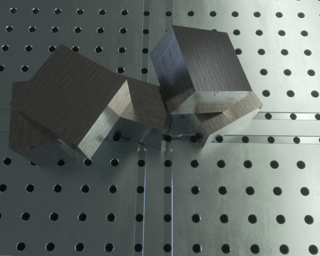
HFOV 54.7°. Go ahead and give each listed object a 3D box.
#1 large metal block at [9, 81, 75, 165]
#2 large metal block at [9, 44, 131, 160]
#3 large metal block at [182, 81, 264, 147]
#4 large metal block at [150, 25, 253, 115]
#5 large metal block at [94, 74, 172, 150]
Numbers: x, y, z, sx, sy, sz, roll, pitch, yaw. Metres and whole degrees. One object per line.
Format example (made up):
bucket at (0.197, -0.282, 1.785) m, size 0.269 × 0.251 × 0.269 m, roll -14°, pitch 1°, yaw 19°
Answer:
large metal block at (-0.141, -0.005, 0.382) m, size 0.050 × 0.080 × 0.080 m, roll -6°, pitch 70°, yaw -2°
large metal block at (-0.088, -0.026, 0.321) m, size 0.080 × 0.050 × 0.080 m, roll 29°, pitch 72°, yaw 10°
large metal block at (0.073, -0.034, 0.412) m, size 0.080 × 0.050 × 0.080 m, roll -29°, pitch 73°, yaw -10°
large metal block at (0.045, -0.063, 0.349) m, size 0.081 × 0.050 × 0.080 m, roll -4°, pitch 67°, yaw -33°
large metal block at (-0.028, -0.019, 0.388) m, size 0.080 × 0.080 × 0.050 m, roll 18°, pitch 71°, yaw 6°
